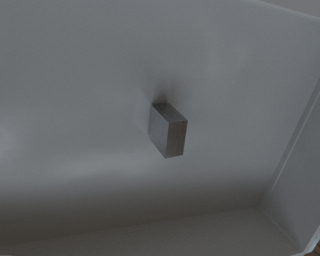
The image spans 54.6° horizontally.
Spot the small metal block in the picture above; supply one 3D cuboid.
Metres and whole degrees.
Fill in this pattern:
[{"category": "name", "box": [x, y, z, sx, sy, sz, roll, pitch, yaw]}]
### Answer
[{"category": "small metal block", "box": [0.009, 0.003, 0.394, 0.025, 0.050, 0.050, -9, 122, -24]}]
